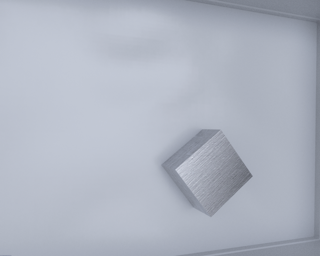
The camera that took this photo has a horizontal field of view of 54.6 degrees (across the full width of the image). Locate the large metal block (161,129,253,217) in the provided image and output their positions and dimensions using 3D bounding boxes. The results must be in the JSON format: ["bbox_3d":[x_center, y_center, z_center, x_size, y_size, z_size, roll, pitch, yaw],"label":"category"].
[{"bbox_3d":[0.063,0.058,0.420,0.080,0.050,0.080,-39,103,-16],"label":"large metal block"}]
